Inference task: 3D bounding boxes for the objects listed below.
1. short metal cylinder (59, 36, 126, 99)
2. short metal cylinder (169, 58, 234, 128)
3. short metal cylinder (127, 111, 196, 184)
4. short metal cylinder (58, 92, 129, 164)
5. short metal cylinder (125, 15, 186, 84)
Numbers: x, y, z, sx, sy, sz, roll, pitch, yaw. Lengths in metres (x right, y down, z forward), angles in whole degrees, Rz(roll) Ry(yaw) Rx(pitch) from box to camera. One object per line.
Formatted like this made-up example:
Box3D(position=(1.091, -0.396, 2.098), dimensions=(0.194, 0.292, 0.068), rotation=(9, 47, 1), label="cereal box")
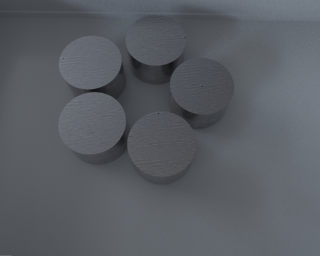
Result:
Box3D(position=(-0.089, -0.077, 0.422), dimensions=(0.081, 0.050, 0.080), rotation=(0, 70, 0), label="short metal cylinder")
Box3D(position=(0.053, -0.045, 0.411), dimensions=(0.081, 0.050, 0.080), rotation=(0, 70, 0), label="short metal cylinder")
Box3D(position=(0.002, 0.026, 0.385), dimensions=(0.081, 0.050, 0.080), rotation=(0, 70, 0), label="short metal cylinder")
Box3D(position=(-0.081, 0.001, 0.393), dimensions=(0.081, 0.050, 0.080), rotation=(0, 70, 0), label="short metal cylinder")
Box3D(position=(-0.005, -0.109, 0.434), dimensions=(0.081, 0.050, 0.080), rotation=(0, 70, 0), label="short metal cylinder")
